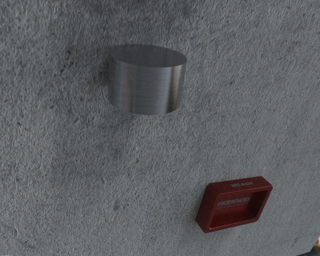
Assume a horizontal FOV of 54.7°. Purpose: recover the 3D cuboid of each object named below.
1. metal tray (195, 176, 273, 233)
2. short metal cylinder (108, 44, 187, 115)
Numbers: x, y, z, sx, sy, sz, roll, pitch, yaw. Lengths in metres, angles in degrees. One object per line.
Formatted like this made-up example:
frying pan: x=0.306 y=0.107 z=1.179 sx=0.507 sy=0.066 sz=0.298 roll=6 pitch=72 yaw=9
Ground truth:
metal tray: x=0.136 y=0.139 z=0.566 sx=0.131 sy=0.030 sz=0.089 roll=-2 pitch=119 yaw=-28
short metal cylinder: x=-0.015 y=-0.054 z=0.331 sx=0.081 sy=0.080 sz=0.050 roll=-8 pitch=122 yaw=-25
